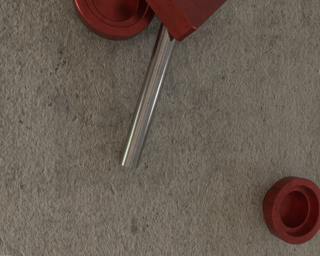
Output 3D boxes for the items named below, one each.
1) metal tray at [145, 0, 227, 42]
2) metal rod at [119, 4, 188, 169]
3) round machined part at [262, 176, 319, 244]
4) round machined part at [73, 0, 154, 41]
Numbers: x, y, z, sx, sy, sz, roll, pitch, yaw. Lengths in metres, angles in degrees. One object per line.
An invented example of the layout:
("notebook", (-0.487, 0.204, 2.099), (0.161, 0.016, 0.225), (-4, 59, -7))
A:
("metal tray", (0.033, -0.176, 0.389), (0.090, 0.030, 0.131), (50, 48, -13))
("metal rod", (0.004, -0.095, 0.384), (0.025, 0.025, 0.298), (16, 94, -20))
("round machined part", (0.198, 0.122, 0.474), (0.099, 0.042, 0.097), (0, 90, -20))
("round machined part", (-0.057, -0.156, 0.379), (0.099, 0.042, 0.097), (0, 90, -20))
